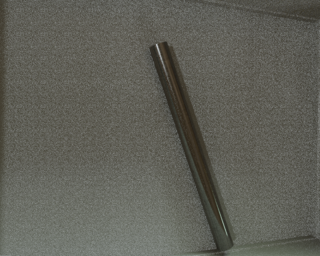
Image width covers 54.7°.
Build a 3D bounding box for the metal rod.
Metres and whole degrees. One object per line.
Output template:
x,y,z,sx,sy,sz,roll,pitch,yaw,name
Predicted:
0.046,0.030,0.428,0.025,0.025,0.298,-21,97,-19,metal rod
